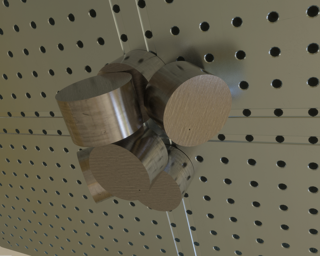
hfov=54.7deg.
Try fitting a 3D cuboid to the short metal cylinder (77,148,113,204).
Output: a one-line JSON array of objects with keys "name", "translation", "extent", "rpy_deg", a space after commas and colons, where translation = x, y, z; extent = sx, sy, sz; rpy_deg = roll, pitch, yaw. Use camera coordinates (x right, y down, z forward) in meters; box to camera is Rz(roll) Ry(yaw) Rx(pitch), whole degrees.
[{"name": "short metal cylinder", "translation": [-0.082, 0.062, 0.450], "extent": [0.050, 0.080, 0.080], "rpy_deg": [-21, 114, -11]}]

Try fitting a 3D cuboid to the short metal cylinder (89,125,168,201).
[{"name": "short metal cylinder", "translation": [-0.037, 0.040, 0.374], "extent": [0.080, 0.050, 0.079], "rpy_deg": [13, 124, 21]}]

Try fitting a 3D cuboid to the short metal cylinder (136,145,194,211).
[{"name": "short metal cylinder", "translation": [0.002, 0.070, 0.437], "extent": [0.080, 0.050, 0.079], "rpy_deg": [13, 125, 20]}]

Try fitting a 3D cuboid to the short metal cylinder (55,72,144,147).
[{"name": "short metal cylinder", "translation": [-0.062, -0.022, 0.329], "extent": [0.080, 0.080, 0.050], "rpy_deg": [1, 119, 28]}]

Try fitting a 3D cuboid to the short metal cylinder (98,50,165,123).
[{"name": "short metal cylinder", "translation": [-0.032, -0.050, 0.381], "extent": [0.080, 0.050, 0.079], "rpy_deg": [13, 125, 20]}]

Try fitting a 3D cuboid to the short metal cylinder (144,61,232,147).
[{"name": "short metal cylinder", "translation": [0.029, -0.027, 0.335], "extent": [0.050, 0.081, 0.079], "rpy_deg": [-134, 34, -53]}]
